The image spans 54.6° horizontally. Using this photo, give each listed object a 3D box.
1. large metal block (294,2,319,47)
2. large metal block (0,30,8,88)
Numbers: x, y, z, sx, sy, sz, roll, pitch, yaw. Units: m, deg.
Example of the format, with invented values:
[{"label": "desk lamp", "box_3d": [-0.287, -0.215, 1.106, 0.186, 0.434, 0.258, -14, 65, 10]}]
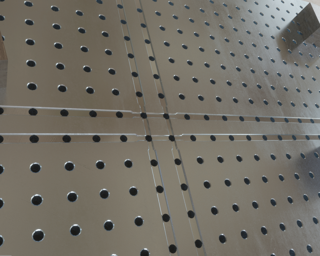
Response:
[{"label": "large metal block", "box_3d": [0.382, -0.244, 0.745, 0.081, 0.050, 0.080, 9, 58, -23]}, {"label": "large metal block", "box_3d": [-0.215, -0.087, 0.329, 0.081, 0.050, 0.080, -10, 67, -33]}]
